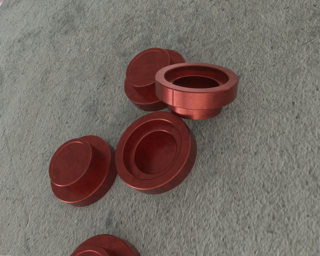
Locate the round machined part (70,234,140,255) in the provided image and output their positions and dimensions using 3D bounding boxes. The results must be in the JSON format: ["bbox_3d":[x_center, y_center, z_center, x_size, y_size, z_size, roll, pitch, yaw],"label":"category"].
[{"bbox_3d":[-0.068,0.163,0.329,0.098,0.042,0.098,-13,56,21],"label":"round machined part"}]

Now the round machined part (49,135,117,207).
[{"bbox_3d":[-0.109,0.052,0.418,0.098,0.042,0.098,-13,56,21],"label":"round machined part"}]

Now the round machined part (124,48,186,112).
[{"bbox_3d":[-0.009,-0.076,0.445,0.098,0.042,0.098,-13,56,21],"label":"round machined part"}]

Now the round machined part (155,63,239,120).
[{"bbox_3d":[0.043,-0.044,0.377,0.099,0.042,0.098,0,30,0],"label":"round machined part"}]

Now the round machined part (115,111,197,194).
[{"bbox_3d":[-0.001,0.032,0.373,0.098,0.042,0.098,-13,58,22],"label":"round machined part"}]
